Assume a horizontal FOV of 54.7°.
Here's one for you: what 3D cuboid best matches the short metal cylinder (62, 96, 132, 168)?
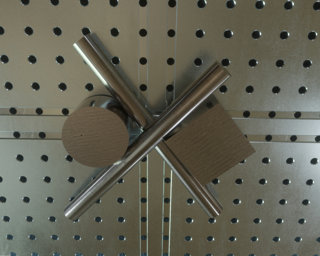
[{"bbox_3d":[-0.078,0.004,0.397,0.081,0.050,0.079,0,110,0],"label":"short metal cylinder"}]

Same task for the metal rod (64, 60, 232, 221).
[{"bbox_3d":[-0.030,0.030,0.398,0.025,0.025,0.299,41,113,-14],"label":"metal rod"}]

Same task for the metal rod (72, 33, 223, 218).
[{"bbox_3d":[-0.006,0.008,0.412,0.025,0.025,0.300,-34,107,11],"label":"metal rod"}]

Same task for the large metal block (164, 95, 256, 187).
[{"bbox_3d":[0.062,0.014,0.401,0.080,0.050,0.080,-37,106,12],"label":"large metal block"}]
